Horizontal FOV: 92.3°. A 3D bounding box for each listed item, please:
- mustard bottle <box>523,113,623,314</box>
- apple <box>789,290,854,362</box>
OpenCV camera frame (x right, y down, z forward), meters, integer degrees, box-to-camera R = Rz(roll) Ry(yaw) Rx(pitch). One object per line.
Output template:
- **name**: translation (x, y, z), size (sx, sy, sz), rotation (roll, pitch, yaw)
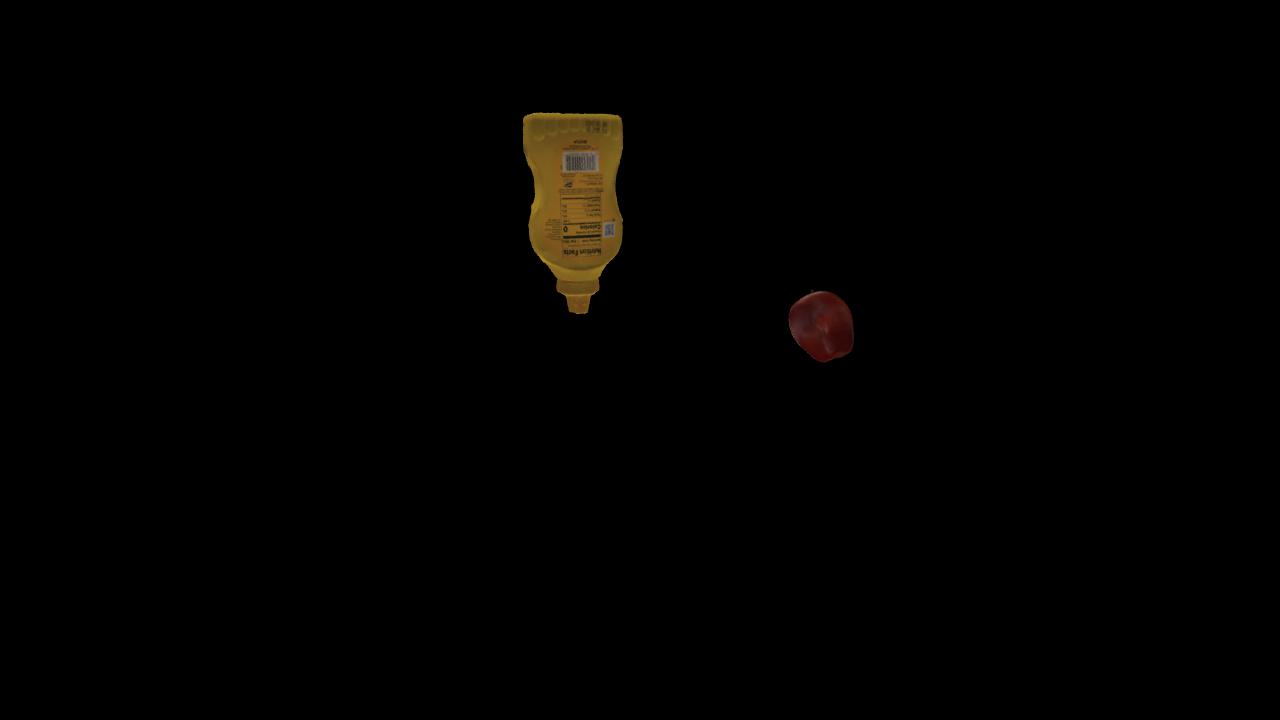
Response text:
- **mustard bottle**: translation (-0.060, -0.133, 0.579), size (0.092, 0.184, 0.054), rotation (-9, 20, -24)
- **apple**: translation (0.233, -0.045, 0.786), size (0.079, 0.093, 0.079), rotation (-18, -9, -3)
